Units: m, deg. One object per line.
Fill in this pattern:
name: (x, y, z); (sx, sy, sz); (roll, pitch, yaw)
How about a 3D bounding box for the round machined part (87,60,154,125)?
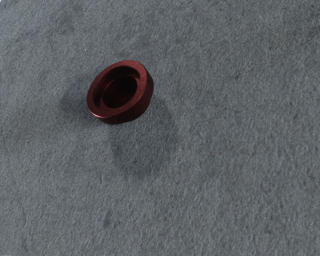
round machined part: (-0.053, -0.047, 0.448); (0.098, 0.042, 0.098); (-13, 56, 20)
